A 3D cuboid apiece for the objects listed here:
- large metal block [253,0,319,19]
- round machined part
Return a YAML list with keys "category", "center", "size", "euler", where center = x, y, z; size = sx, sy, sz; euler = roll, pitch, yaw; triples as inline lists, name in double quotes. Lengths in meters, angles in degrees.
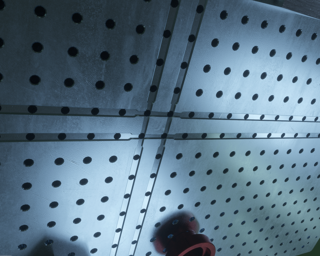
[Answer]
- category: "large metal block"
  center: [0.174, -0.183, 0.376]
  size: [0.081, 0.050, 0.079]
  euler: [2, 118, -29]
- category: "round machined part"
  center: [0.049, 0.230, 0.570]
  size: [0.099, 0.042, 0.097]
  euler: [-14, 124, -21]
